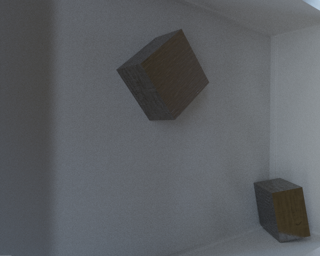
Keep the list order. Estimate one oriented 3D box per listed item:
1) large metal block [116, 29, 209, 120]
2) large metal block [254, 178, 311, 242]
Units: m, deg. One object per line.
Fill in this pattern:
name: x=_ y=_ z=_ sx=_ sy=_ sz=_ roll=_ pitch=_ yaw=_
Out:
large metal block: x=0.006 y=-0.066 z=0.395 sx=0.080 sy=0.050 sz=0.080 roll=-47 pitch=118 yaw=-30
large metal block: x=0.205 y=0.136 z=0.529 sx=0.050 sy=0.080 sz=0.080 roll=-10 pitch=92 yaw=-3
